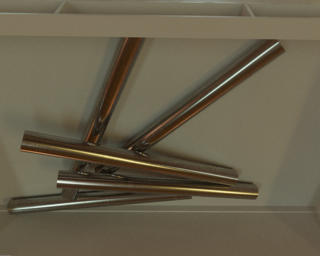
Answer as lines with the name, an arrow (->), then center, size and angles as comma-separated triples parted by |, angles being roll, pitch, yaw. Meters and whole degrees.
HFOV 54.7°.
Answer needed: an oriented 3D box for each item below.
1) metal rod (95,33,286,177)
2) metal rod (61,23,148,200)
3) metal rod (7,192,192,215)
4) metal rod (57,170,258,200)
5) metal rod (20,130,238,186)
metal rod -> 0.020, -0.012, 0.398 | 0.299, 0.025, 0.025 | -36, 122, 26
metal rod -> -0.085, 0.002, 0.409 | 0.025, 0.025, 0.298 | 19, 128, -16
metal rod -> -0.099, 0.117, 0.507 | 0.302, 0.025, 0.025 | -6, 130, 5
metal rod -> 0.006, 0.086, 0.460 | 0.302, 0.025, 0.025 | 7, 130, -14
metal rod -> -0.022, 0.045, 0.414 | 0.302, 0.025, 0.025 | 13, 130, -24
